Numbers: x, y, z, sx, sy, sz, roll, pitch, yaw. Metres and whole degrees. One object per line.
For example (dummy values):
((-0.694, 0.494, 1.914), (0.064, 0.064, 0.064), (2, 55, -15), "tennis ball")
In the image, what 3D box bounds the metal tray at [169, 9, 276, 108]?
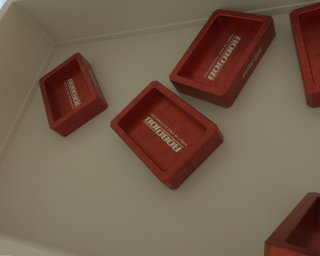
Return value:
((0.084, -0.098, 0.418), (0.090, 0.030, 0.130), (25, 75, 36), "metal tray")

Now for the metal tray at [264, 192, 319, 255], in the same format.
((0.137, 0.082, 0.214), (0.090, 0.131, 0.030), (5, 97, 36), "metal tray")

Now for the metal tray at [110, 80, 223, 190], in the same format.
((0.004, 0.004, 0.397), (0.090, 0.030, 0.130), (-45, 51, -3), "metal tray")

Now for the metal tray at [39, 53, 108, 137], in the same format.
((-0.148, -0.059, 0.516), (0.090, 0.030, 0.130), (-34, 51, 6), "metal tray")

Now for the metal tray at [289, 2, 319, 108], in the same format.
((0.204, -0.091, 0.350), (0.090, 0.030, 0.130), (-10, 57, 23), "metal tray")
